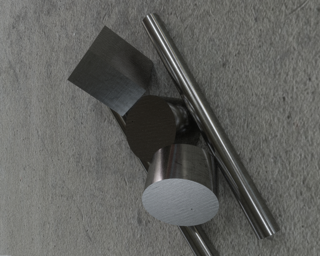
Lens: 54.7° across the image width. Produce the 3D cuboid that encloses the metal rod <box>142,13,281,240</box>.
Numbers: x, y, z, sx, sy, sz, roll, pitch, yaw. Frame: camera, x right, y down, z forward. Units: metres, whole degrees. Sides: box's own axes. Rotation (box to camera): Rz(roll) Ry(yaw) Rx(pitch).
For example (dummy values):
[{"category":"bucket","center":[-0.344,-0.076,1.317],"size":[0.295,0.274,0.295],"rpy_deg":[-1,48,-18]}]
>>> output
[{"category":"metal rod","center":[0.049,-0.018,0.365],"size":[0.025,0.025,0.299],"rpy_deg":[-39,66,33]}]

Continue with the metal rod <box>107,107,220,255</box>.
[{"category":"metal rod","center":[-0.016,0.041,0.419],"size":[0.025,0.025,0.299],"rpy_deg":[-48,62,29]}]

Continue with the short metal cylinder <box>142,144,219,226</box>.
[{"category":"short metal cylinder","center":[0.024,0.064,0.343],"size":[0.080,0.080,0.050],"rpy_deg":[-38,24,33]}]

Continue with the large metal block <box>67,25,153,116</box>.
[{"category":"large metal block","center":[-0.060,-0.075,0.400],"size":[0.050,0.080,0.080],"rpy_deg":[-44,22,31]}]

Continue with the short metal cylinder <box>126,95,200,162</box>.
[{"category":"short metal cylinder","center":[0.003,0.001,0.387],"size":[0.080,0.050,0.080],"rpy_deg":[0,90,40]}]
